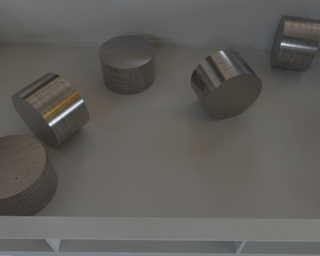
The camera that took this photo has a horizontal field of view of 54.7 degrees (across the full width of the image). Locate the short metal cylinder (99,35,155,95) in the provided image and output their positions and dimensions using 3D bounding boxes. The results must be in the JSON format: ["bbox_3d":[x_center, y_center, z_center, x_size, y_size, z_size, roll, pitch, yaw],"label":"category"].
[{"bbox_3d":[-0.049,-0.096,0.469,0.081,0.050,0.080,0,50,0],"label":"short metal cylinder"}]

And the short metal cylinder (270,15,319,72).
[{"bbox_3d":[0.208,-0.130,0.482,0.050,0.080,0.080,11,51,9],"label":"short metal cylinder"}]

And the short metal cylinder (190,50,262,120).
[{"bbox_3d":[0.088,-0.057,0.419,0.081,0.080,0.050,-15,52,-12],"label":"short metal cylinder"}]

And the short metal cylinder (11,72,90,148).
[{"bbox_3d":[-0.135,-0.022,0.386,0.080,0.080,0.050,31,57,23],"label":"short metal cylinder"}]

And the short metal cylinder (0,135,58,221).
[{"bbox_3d":[-0.160,0.054,0.341,0.081,0.050,0.080,0,50,0],"label":"short metal cylinder"}]
